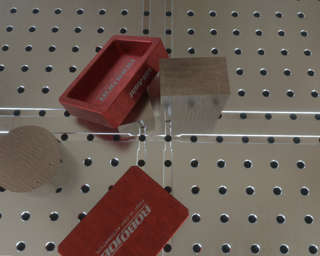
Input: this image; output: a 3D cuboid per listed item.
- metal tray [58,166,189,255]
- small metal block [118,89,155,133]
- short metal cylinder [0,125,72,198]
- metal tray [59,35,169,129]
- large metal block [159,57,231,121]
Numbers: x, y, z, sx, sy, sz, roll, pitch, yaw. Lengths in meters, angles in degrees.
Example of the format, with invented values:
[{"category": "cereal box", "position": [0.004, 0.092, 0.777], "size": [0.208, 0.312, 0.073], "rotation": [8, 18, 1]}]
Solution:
[{"category": "metal tray", "position": [-0.040, 0.121, 0.364], "size": [0.090, 0.030, 0.130], "rotation": [39, 74, 12]}, {"category": "small metal block", "position": [-0.037, -0.026, 0.421], "size": [0.050, 0.025, 0.050], "rotation": [-14, 71, -6]}, {"category": "short metal cylinder", "position": [-0.155, 0.043, 0.381], "size": [0.081, 0.050, 0.080], "rotation": [0, 70, 0]}, {"category": "metal tray", "position": [-0.059, -0.066, 0.405], "size": [0.090, 0.030, 0.130], "rotation": [16, 61, 35]}, {"category": "large metal block", "position": [0.040, -0.048, 0.401], "size": [0.081, 0.080, 0.050], "rotation": [-2, 70, -1]}]
